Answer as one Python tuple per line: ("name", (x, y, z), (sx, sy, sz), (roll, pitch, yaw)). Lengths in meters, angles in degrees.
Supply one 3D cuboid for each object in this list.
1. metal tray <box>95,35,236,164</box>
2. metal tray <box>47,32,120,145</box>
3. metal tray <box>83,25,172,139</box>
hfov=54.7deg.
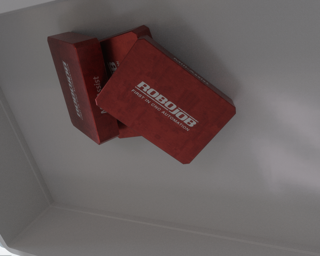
("metal tray", (0.007, -0.029, 0.349), (0.130, 0.030, 0.090), (35, 111, -11))
("metal tray", (-0.098, -0.052, 0.400), (0.090, 0.030, 0.129), (27, 134, 47))
("metal tray", (-0.037, -0.053, 0.392), (0.090, 0.030, 0.129), (-7, 115, 31))
